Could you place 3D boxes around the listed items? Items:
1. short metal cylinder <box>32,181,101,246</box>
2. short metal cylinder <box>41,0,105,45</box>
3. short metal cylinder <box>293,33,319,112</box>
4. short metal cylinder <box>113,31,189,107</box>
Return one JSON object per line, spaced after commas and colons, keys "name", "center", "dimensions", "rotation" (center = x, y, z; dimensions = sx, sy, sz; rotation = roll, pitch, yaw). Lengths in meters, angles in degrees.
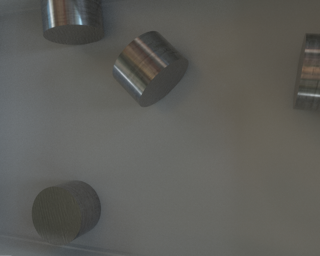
{"name": "short metal cylinder", "center": [-0.133, 0.119, 0.442], "dimensions": [0.080, 0.050, 0.079], "rotation": [0, 90, 19]}
{"name": "short metal cylinder", "center": [-0.118, -0.150, 0.422], "dimensions": [0.080, 0.080, 0.050], "rotation": [-6, 88, 19]}
{"name": "short metal cylinder", "center": [0.172, -0.056, 0.321], "dimensions": [0.050, 0.080, 0.079], "rotation": [9, 93, 19]}
{"name": "short metal cylinder", "center": [-0.011, -0.072, 0.384], "dimensions": [0.080, 0.080, 0.050], "rotation": [-46, 76, 14]}
